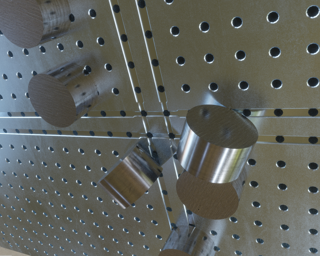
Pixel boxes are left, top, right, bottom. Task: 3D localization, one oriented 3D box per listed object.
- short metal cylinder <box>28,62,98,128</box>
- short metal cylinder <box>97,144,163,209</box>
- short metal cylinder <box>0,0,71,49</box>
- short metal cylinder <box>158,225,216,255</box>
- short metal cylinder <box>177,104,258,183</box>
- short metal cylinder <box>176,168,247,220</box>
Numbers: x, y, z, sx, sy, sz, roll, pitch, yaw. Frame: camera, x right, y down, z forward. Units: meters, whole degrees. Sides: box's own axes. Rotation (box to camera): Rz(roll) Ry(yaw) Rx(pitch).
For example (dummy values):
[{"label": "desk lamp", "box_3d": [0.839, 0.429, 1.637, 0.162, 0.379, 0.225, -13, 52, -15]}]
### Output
[{"label": "short metal cylinder", "box_3d": [-0.136, -0.047, 0.438, 0.080, 0.050, 0.079, 13, 124, 21]}, {"label": "short metal cylinder", "box_3d": [-0.042, 0.067, 0.440, 0.050, 0.080, 0.080, 46, 129, -4]}, {"label": "short metal cylinder", "box_3d": [-0.161, -0.146, 0.389, 0.080, 0.050, 0.079, 13, 124, 21]}, {"label": "short metal cylinder", "box_3d": [0.044, 0.204, 0.498, 0.080, 0.050, 0.079, 13, 124, 21]}, {"label": "short metal cylinder", "box_3d": [0.063, 0.016, 0.352, 0.080, 0.080, 0.050, 23, 127, 14]}, {"label": "short metal cylinder", "box_3d": [0.068, 0.071, 0.404, 0.080, 0.050, 0.079, 13, 124, 21]}]
